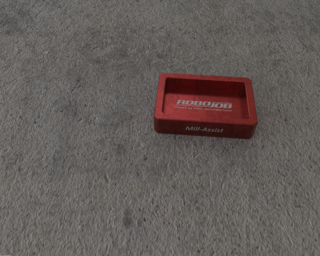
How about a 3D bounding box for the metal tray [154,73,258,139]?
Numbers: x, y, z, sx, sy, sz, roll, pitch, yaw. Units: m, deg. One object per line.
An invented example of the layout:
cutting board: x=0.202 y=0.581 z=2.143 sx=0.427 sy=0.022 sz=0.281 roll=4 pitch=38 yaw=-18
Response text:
metal tray: x=0.061 y=-0.033 z=0.427 sx=0.131 sy=0.030 sz=0.090 roll=4 pitch=50 yaw=3
